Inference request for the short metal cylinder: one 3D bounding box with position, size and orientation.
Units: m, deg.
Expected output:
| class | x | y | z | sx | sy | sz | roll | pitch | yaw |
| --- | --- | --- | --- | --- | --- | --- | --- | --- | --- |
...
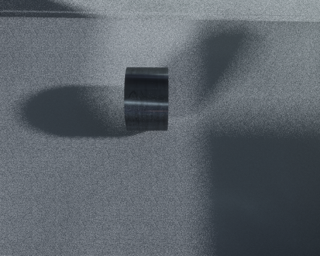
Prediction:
| class | x | y | z | sx | sy | sz | roll | pitch | yaw |
| --- | --- | --- | --- | --- | --- | --- | --- | --- | --- |
| short metal cylinder | -0.016 | -0.036 | 0.391 | 0.050 | 0.080 | 0.080 | 0 | 70 | 0 |
